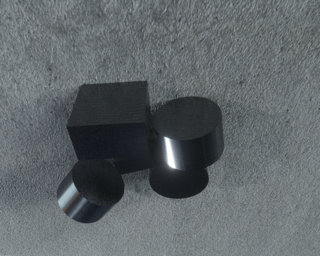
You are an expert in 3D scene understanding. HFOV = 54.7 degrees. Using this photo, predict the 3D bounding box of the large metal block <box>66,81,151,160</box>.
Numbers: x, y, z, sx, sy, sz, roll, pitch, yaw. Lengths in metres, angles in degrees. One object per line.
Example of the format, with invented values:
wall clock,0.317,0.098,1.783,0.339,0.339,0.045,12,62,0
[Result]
large metal block,-0.054,-0.011,0.361,0.080,0.080,0.050,-3,130,2

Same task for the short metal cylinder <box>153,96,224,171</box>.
short metal cylinder,0.036,0.005,0.376,0.080,0.080,0.050,-8,130,6

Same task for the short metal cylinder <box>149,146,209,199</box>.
short metal cylinder,0.026,0.055,0.438,0.081,0.050,0.079,0,130,0

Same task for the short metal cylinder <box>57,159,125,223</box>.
short metal cylinder,-0.099,0.088,0.445,0.080,0.080,0.050,28,125,-22

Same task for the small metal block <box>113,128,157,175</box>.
small metal block,-0.033,0.031,0.417,0.050,0.050,0.025,-14,129,11
